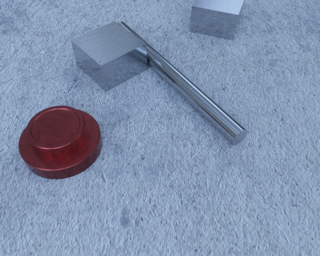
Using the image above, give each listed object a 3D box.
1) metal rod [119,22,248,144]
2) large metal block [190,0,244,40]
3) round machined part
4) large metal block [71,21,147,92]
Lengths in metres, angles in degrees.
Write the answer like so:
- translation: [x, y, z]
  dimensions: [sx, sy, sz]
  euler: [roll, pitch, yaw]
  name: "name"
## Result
- translation: [0.016, -0.083, 0.472]
  dimensions: [0.025, 0.025, 0.300]
  euler: [-28, 56, -22]
  name: "metal rod"
- translation: [0.106, -0.212, 0.566]
  dimensions: [0.080, 0.050, 0.080]
  euler: [16, 52, 12]
  name: "large metal block"
- translation: [-0.124, 0.010, 0.382]
  dimensions: [0.099, 0.042, 0.098]
  euler: [0, 50, 0]
  name: "round machined part"
- translation: [-0.077, -0.113, 0.481]
  dimensions: [0.080, 0.050, 0.080]
  euler: [-34, 58, -25]
  name: "large metal block"
